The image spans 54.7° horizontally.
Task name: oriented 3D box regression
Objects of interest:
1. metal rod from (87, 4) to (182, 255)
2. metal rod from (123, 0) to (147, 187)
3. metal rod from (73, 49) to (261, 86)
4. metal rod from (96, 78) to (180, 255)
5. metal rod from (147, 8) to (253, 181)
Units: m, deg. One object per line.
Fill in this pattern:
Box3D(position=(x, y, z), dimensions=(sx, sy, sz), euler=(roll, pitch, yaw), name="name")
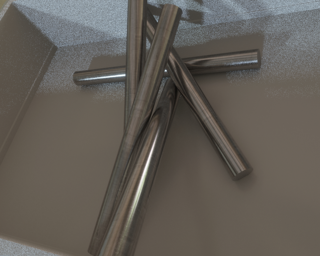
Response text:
Box3D(position=(-0.027, -0.002, 0.363), dimensions=(0.025, 0.025, 0.299), euler=(13, 84, 33), name="metal rod")
Box3D(position=(-0.031, -0.077, 0.394), dimensions=(0.025, 0.025, 0.298), euler=(-1, 85, 28), name="metal rod")
Box3D(position=(-0.007, -0.086, 0.462), dimensions=(0.300, 0.025, 0.025), euler=(-1, 61, 27), name="metal rod")
Box3D(position=(-0.009, 0.024, 0.314), dimensions=(0.025, 0.025, 0.301), euler=(-13, 30, 21), name="metal rod")
Box3D(position=(0.029, -0.066, 0.404), dimensions=(0.025, 0.025, 0.299), euler=(-32, 60, 8), name="metal rod")
